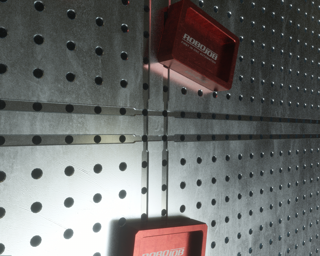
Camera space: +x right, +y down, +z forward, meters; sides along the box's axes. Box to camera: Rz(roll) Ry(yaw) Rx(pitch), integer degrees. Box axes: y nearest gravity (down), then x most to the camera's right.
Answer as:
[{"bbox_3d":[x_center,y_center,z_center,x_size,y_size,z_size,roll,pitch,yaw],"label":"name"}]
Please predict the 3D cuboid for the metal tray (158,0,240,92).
[{"bbox_3d":[0.062,-0.117,0.460,0.131,0.030,0.090,20,78,-39],"label":"metal tray"}]

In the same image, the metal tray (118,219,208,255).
[{"bbox_3d":[0.006,0.173,0.413,0.131,0.030,0.089,10,84,-40],"label":"metal tray"}]
